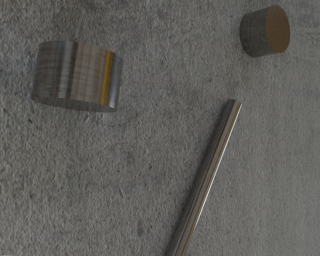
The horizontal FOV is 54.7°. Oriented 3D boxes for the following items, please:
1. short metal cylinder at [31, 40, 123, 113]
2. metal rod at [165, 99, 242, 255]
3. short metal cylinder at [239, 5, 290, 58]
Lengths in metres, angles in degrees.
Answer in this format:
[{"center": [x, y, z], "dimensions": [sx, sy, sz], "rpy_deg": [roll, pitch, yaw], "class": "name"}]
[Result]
[{"center": [-0.079, -0.046, 0.302], "dimensions": [0.081, 0.080, 0.050], "rpy_deg": [10, 84, -40], "class": "short metal cylinder"}, {"center": [0.061, 0.087, 0.456], "dimensions": [0.025, 0.025, 0.300], "rpy_deg": [39, 66, -33], "class": "metal rod"}, {"center": [0.184, -0.167, 0.543], "dimensions": [0.081, 0.050, 0.079], "rpy_deg": [0, 90, -40], "class": "short metal cylinder"}]
